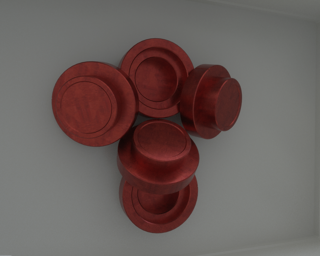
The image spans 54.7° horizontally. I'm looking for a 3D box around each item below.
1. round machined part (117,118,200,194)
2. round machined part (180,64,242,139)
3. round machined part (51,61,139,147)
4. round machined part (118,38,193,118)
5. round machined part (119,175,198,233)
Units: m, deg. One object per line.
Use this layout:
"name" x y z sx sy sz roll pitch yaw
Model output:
"round machined part" -0.001 0.026 0.369 0.099 0.098 0.042 -7 137 -20
"round machined part" 0.072 -0.033 0.402 0.099 0.042 0.097 -18 114 -47
"round machined part" -0.076 -0.025 0.348 0.098 0.042 0.097 1 102 7
"round machined part" -0.008 -0.060 0.396 0.099 0.042 0.097 0 90 -20
"round machined part" -0.004 0.080 0.398 0.099 0.042 0.097 0 90 -20
